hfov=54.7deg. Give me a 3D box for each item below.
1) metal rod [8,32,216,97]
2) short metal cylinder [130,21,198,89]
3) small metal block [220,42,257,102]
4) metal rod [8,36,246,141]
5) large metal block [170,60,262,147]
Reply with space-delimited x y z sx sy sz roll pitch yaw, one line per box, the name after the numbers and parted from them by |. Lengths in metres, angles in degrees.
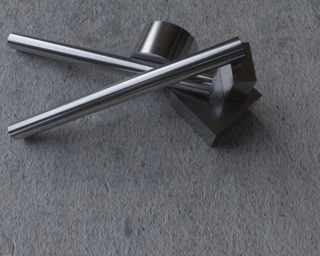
-0.076 -0.089 0.410 0.301 0.025 0.025 16 70 17 | metal rod
0.005 -0.096 0.417 0.080 0.080 0.050 20 71 6 | short metal cylinder
0.090 -0.065 0.365 0.025 0.050 0.050 -4 70 -1 | small metal block
-0.051 -0.041 0.367 0.301 0.025 0.025 -18 70 15 | metal rod
0.070 -0.035 0.408 0.080 0.050 0.080 -40 75 -12 | large metal block
